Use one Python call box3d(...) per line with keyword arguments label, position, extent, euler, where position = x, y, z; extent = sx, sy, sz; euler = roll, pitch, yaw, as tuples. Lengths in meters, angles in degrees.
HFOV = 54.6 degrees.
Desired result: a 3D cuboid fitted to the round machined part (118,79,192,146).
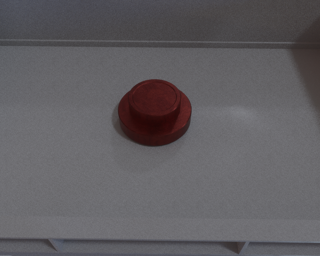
box3d(label="round machined part", position=(-0.007, -0.028, 0.414), extent=(0.099, 0.042, 0.098), euler=(0, 50, 0))
